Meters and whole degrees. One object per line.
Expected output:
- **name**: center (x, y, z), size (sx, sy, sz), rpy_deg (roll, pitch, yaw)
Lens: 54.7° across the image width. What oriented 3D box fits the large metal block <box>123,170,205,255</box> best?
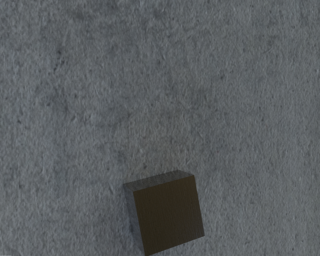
- **large metal block**: center (0.004, 0.105, 0.399), size (0.081, 0.050, 0.079), rpy_deg (-12, 94, -20)
